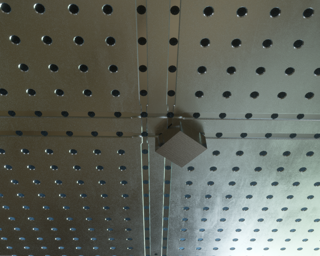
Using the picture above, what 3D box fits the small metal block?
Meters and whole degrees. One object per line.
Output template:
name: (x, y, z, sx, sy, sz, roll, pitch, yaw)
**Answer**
small metal block: (0.029, 0.022, 0.430, 0.050, 0.025, 0.050, 33, 123, -25)
